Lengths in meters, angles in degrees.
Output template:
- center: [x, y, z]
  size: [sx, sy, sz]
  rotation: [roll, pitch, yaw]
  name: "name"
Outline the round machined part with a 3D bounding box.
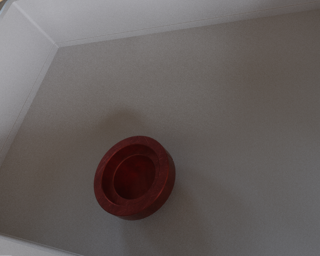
- center: [-0.026, 0.062, 0.372]
  size: [0.098, 0.042, 0.098]
  rotation: [-13, 56, 21]
  name: "round machined part"
